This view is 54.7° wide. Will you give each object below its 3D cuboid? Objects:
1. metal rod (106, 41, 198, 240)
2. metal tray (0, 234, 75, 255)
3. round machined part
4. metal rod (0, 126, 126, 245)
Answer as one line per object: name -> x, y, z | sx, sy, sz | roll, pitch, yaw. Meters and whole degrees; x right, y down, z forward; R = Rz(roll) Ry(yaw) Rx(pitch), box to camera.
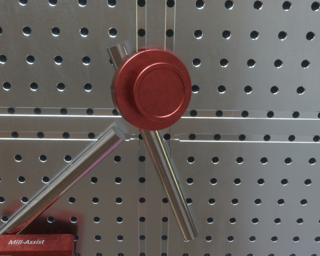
metal rod -> -0.003, 0.031, 0.424 | 0.025, 0.025, 0.298 | -19, 109, 6
metal tray -> -0.198, 0.203, 0.465 | 0.131, 0.030, 0.089 | 3, 118, -12
round machined part -> -0.005, -0.044, 0.370 | 0.099, 0.042, 0.097 | -5, 103, -22
metal rod -> -0.165, 0.102, 0.448 | 0.300, 0.025, 0.025 | -41, 106, 13
